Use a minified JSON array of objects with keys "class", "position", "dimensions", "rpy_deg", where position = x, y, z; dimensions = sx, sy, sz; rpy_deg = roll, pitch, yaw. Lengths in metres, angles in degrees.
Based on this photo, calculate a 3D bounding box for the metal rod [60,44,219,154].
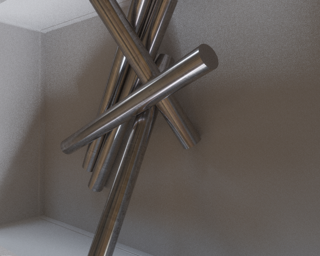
[{"class":"metal rod","position":[-0.051,-0.017,0.379],"dimensions":[0.299,0.025,0.025],"rpy_deg":[-26,74,46]}]

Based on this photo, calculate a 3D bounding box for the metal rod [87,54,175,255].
[{"class":"metal rod","position":[-0.036,0.047,0.356],"dimensions":[0.025,0.025,0.299],"rpy_deg":[2,67,39]}]

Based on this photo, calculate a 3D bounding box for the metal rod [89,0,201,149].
[{"class":"metal rod","position":[-0.040,-0.104,0.343],"dimensions":[0.025,0.025,0.299],"rpy_deg":[-23,106,37]}]

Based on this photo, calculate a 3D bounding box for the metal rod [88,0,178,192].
[{"class":"metal rod","position":[-0.046,-0.030,0.422],"dimensions":[0.025,0.025,0.298],"rpy_deg":[42,121,31]}]

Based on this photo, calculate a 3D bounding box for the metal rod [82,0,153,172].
[{"class":"metal rod","position":[-0.062,-0.056,0.422],"dimensions":[0.025,0.025,0.298],"rpy_deg":[44,126,31]}]
